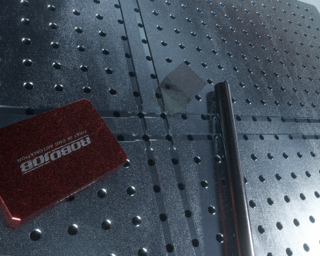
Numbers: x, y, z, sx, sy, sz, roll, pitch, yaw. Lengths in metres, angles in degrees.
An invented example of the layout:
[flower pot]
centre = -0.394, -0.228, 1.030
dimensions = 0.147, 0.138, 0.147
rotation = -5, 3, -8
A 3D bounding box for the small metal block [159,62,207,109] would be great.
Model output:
[small metal block]
centre = 0.035, -0.065, 0.469
dimensions = 0.050, 0.025, 0.050
rotation = 43, 51, 1

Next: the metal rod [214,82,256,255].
[metal rod]
centre = 0.102, 0.061, 0.427
dimensions = 0.025, 0.025, 0.299
rotation = 14, 56, -21

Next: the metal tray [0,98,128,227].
[metal tray]
centre = -0.112, 0.030, 0.327
dimensions = 0.131, 0.030, 0.090
rotation = -27, 77, -37
